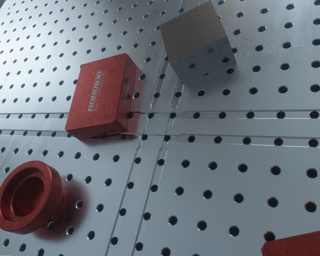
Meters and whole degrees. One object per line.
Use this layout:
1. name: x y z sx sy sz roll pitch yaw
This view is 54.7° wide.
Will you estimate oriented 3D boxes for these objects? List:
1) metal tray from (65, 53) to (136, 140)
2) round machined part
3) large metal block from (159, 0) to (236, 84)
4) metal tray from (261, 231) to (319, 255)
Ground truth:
1. metal tray: -0.090 -0.050 0.484 0.090 0.030 0.130 -9 58 23
2. round machined part: -0.176 0.098 0.430 0.098 0.042 0.098 -13 56 21
3. large metal block: 0.052 -0.121 0.439 0.080 0.050 0.080 -22 53 15
4. metal tray: 0.143 0.149 0.239 0.090 0.030 0.130 -19 54 16
